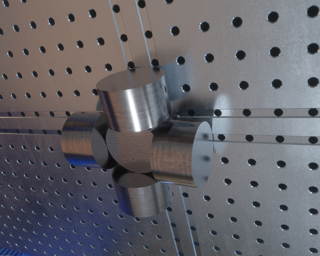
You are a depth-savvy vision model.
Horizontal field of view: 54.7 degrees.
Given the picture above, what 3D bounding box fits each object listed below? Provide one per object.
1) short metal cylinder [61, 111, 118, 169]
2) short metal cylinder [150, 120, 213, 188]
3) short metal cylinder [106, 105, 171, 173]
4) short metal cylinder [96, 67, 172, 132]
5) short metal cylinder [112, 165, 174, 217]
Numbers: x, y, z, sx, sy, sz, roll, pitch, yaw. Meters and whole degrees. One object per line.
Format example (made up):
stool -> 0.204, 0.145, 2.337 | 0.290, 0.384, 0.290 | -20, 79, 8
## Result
short metal cylinder -> -0.090, 0.015, 0.433 | 0.050, 0.080, 0.080 | 1, 119, 27
short metal cylinder -> 0.029, 0.030, 0.379 | 0.050, 0.080, 0.079 | 4, 120, 26
short metal cylinder -> -0.025, 0.014, 0.417 | 0.080, 0.050, 0.079 | 12, 123, 20
short metal cylinder -> -0.030, -0.036, 0.369 | 0.080, 0.080, 0.050 | 3, 119, 27
short metal cylinder -> -0.023, 0.078, 0.435 | 0.080, 0.080, 0.050 | 6, 121, 25
